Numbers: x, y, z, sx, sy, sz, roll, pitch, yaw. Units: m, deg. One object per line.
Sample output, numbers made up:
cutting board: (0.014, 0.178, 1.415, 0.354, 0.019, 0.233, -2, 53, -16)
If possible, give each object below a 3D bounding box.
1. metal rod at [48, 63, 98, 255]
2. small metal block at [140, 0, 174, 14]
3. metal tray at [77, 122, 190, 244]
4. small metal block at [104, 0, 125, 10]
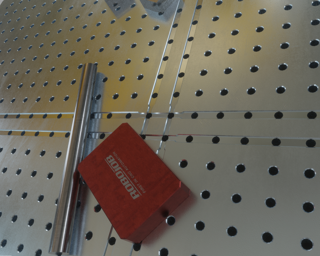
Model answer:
metal rod: (-0.121, 0.025, 0.454, 0.025, 0.025, 0.299, -13, 56, 21)
small metal block: (-0.002, -0.236, 0.553, 0.050, 0.025, 0.050, 33, 80, 38)
metal tray: (-0.037, 0.063, 0.385, 0.090, 0.030, 0.130, -43, 51, -2)
small metal block: (-0.091, -0.271, 0.620, 0.050, 0.025, 0.050, -34, 52, 5)
